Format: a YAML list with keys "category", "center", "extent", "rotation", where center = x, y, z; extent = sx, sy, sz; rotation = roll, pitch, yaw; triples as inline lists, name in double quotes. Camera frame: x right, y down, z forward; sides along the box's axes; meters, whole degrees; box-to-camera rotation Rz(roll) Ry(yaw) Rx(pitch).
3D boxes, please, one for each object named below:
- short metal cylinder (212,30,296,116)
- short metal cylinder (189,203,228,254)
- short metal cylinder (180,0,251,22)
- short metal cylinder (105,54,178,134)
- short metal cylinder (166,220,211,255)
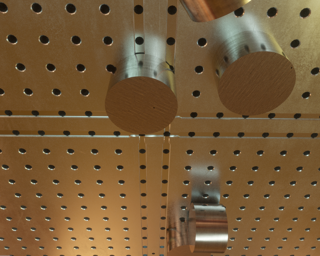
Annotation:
- category: "short metal cylinder"
  center: [0.102, -0.060, 0.345]
  extent: [0.081, 0.050, 0.079]
  rotation: [0, 130, 0]
- category: "short metal cylinder"
  center: [0.079, 0.167, 0.519]
  extent: [0.050, 0.080, 0.079]
  rotation: [3, 130, -3]
- category: "short metal cylinder"
  center: [0.048, -0.136, 0.261]
  extent: [0.080, 0.080, 0.050]
  rotation: [-26, 126, 20]
- category: "short metal cylinder"
  center: [-0.021, -0.039, 0.362]
  extent: [0.081, 0.050, 0.079]
  rotation: [-1, 130, 0]
- category: "short metal cylinder"
  center: [0.052, 0.217, 0.581]
  extent: [0.081, 0.050, 0.079]
  rotation: [0, 130, 0]
